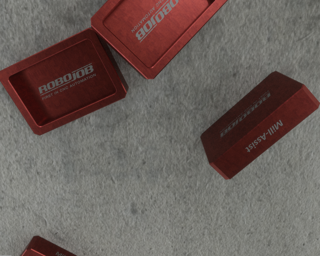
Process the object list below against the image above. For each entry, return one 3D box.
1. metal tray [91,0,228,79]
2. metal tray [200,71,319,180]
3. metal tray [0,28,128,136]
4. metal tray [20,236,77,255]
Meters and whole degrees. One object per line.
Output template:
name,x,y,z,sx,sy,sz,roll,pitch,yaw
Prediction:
metal tray,0.000,-0.129,0.343,0.090,0.030,0.130,43,90,-15
metal tray,0.112,-0.007,0.374,0.130,0.090,0.030,-43,105,14
metal tray,-0.116,-0.057,0.384,0.130,0.030,0.090,-23,109,8
metal tray,-0.166,0.239,0.492,0.130,0.030,0.090,34,106,-12
